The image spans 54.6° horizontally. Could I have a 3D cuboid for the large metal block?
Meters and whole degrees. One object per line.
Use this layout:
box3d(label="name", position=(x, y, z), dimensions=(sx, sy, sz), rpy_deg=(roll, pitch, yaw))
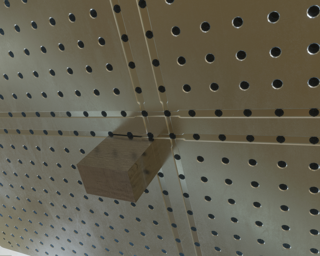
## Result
box3d(label="large metal block", position=(-0.055, 0.054, 0.438), dimensions=(0.080, 0.080, 0.050), rpy_deg=(4, 120, 26))
